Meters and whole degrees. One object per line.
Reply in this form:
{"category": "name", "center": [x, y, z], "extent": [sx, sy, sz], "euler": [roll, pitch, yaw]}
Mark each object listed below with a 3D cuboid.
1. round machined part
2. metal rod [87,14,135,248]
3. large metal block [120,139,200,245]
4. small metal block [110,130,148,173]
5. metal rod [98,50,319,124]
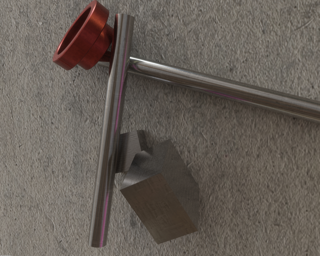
{"category": "round machined part", "center": [-0.097, -0.117, 0.415], "extent": [0.098, 0.042, 0.098], "euler": [-35, 36, 31]}
{"category": "metal rod", "center": [-0.064, 0.006, 0.403], "extent": [0.025, 0.025, 0.298], "euler": [9, 93, 19]}
{"category": "large metal block", "center": [0.005, 0.072, 0.363], "extent": [0.050, 0.080, 0.080], "euler": [-26, 107, 18]}
{"category": "small metal block", "center": [-0.044, 0.033, 0.423], "extent": [0.050, 0.025, 0.050], "euler": [-15, 85, 19]}
{"category": "metal rod", "center": [0.054, -0.056, 0.389], "extent": [0.301, 0.025, 0.025], "euler": [18, 96, 18]}
